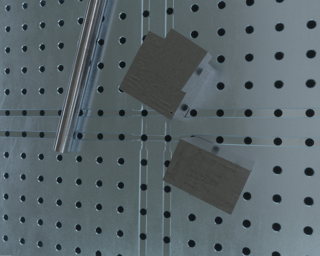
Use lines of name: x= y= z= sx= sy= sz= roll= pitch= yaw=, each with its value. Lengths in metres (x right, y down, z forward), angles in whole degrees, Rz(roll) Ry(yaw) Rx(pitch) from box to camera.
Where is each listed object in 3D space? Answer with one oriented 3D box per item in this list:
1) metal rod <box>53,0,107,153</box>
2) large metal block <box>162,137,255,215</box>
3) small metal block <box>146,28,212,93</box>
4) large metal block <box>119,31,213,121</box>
metal rod: x=-0.109 y=-0.110 z=0.449 sx=0.025 sy=0.025 sz=0.298 roll=17 pitch=95 yaw=19
large metal block: x=0.060 y=0.050 z=0.362 sx=0.080 sy=0.080 sz=0.050 roll=24 pitch=98 yaw=18
small metal block: x=0.022 y=-0.076 z=0.351 sx=0.050 sy=0.025 sz=0.050 roll=38 pitch=102 yaw=15
large metal block: x=0.008 y=-0.064 z=0.396 sx=0.080 sy=0.050 sz=0.080 roll=32 pitch=100 yaw=16
